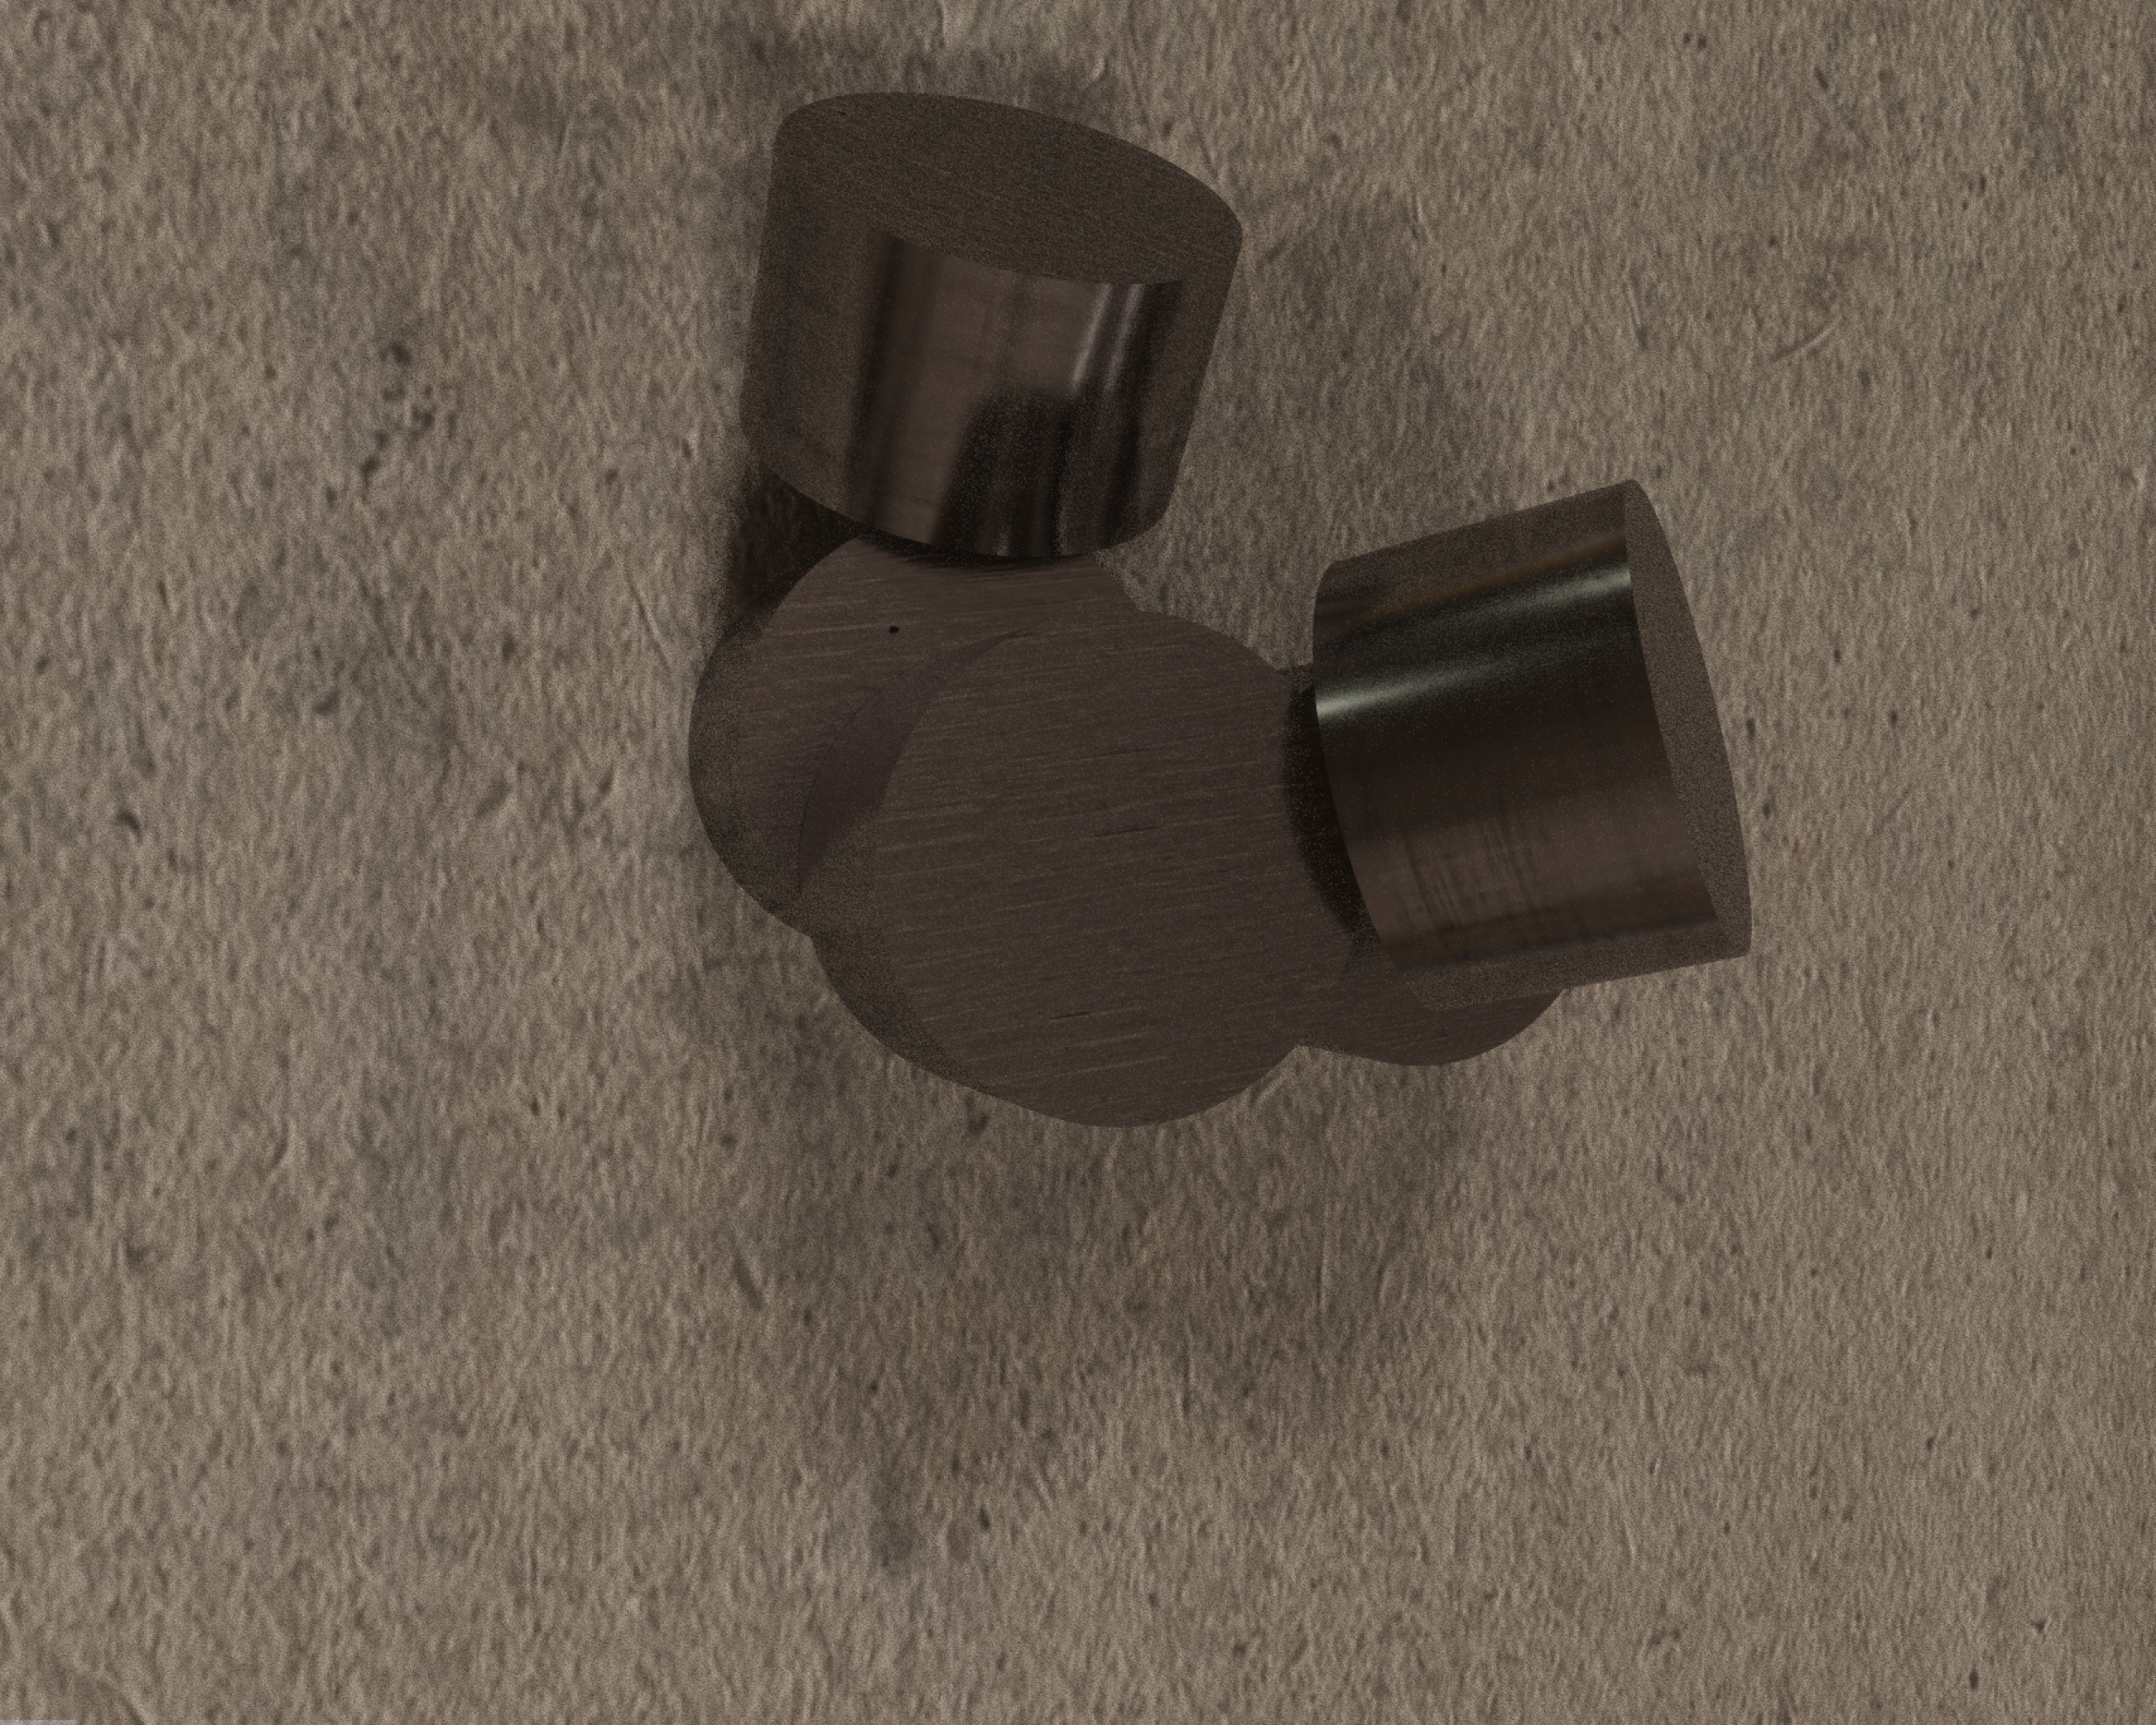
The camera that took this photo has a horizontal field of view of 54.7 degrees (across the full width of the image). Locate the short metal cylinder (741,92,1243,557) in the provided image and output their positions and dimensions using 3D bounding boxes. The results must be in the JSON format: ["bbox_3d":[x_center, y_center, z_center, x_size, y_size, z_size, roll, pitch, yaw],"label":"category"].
[{"bbox_3d":[-0.016,-0.096,0.369,0.081,0.080,0.050,0,129,-20],"label":"short metal cylinder"}]

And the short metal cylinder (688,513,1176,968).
[{"bbox_3d":[-0.028,-0.021,0.387,0.081,0.050,0.079,0,90,-21],"label":"short metal cylinder"}]

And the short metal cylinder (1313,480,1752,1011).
[{"bbox_3d":[0.078,-0.019,0.350,0.050,0.080,0.080,-13,97,23],"label":"short metal cylinder"}]

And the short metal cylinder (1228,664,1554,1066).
[{"bbox_3d":[0.057,-0.001,0.419,0.081,0.050,0.079,0,90,-21],"label":"short metal cylinder"}]

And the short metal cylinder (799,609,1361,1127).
[{"bbox_3d":[-0.001,0.001,0.344,0.081,0.050,0.079,0,90,-21],"label":"short metal cylinder"}]
